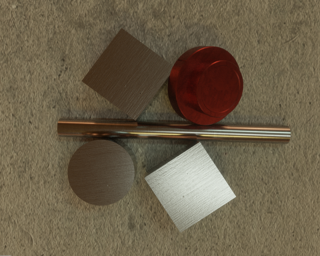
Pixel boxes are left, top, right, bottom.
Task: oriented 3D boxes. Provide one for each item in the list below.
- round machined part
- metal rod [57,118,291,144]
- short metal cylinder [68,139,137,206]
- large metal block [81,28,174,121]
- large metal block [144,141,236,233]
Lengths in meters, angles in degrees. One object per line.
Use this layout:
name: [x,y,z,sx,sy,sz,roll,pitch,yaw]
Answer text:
round machined part: [0.062,-0.050,0.380,0.099,0.042,0.097,-8,108,-26]
metal rod: [0.019,0.004,0.412,0.302,0.025,0.025,2,90,-1]
short metal cylinder: [-0.071,0.054,0.398,0.081,0.050,0.079,0,90,-1]
large metal block: [-0.038,-0.065,0.396,0.080,0.050,0.080,37,90,-1]
large metal block: [0.037,0.072,0.399,0.080,0.050,0.080,-33,90,0]
